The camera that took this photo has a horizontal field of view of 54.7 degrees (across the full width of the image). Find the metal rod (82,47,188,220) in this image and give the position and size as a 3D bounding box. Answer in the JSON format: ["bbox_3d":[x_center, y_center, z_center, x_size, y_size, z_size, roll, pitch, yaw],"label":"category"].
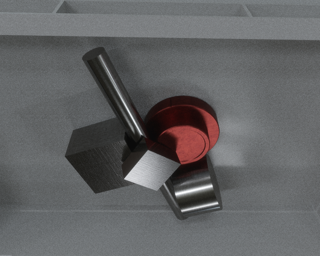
[{"bbox_3d":[-0.015,0.031,0.405,0.025,0.025,0.299,-16,129,13],"label":"metal rod"}]

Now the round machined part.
[{"bbox_3d":[0.028,0.010,0.404,0.099,0.042,0.097,-1,130,0],"label":"round machined part"}]

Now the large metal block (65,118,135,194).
[{"bbox_3d":[-0.066,0.037,0.418,0.080,0.050,0.080,-16,129,12],"label":"large metal block"}]

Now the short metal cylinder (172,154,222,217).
[{"bbox_3d":[0.053,0.082,0.442,0.050,0.080,0.080,-16,129,13],"label":"short metal cylinder"}]

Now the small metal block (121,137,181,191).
[{"bbox_3d":[-0.011,0.045,0.382,0.050,0.025,0.050,26,114,-30],"label":"small metal block"}]
